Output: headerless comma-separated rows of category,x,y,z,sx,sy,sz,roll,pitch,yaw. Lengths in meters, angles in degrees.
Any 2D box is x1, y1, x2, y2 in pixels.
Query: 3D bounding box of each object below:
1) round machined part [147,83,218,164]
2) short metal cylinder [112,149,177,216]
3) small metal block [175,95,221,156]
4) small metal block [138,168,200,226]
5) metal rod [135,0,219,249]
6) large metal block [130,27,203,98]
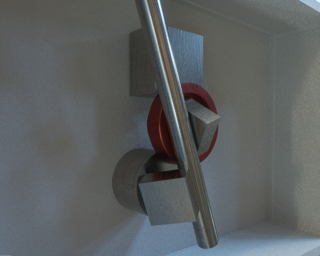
round machined part,0.023,-0.004,0.377,0.099,0.042,0.097,0,90,-40
short metal cylinder,-0.011,0.066,0.382,0.081,0.050,0.079,0,90,-40
small metal block,0.036,-0.002,0.358,0.025,0.050,0.050,-25,141,-41
small metal block,0.011,0.074,0.331,0.025,0.050,0.050,-47,124,-69
metal rod,0.019,-0.007,0.332,0.025,0.025,0.298,-25,106,-38
large metal block,0.009,-0.080,0.396,0.081,0.050,0.079,0,90,-40
